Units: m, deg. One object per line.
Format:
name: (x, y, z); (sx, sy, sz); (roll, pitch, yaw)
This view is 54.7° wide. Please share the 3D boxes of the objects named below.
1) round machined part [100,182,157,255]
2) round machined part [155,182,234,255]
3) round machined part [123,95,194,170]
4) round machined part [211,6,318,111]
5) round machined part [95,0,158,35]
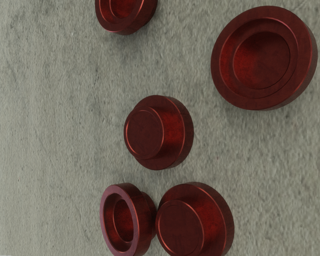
round machined part: (-0.039, 0.122, 0.416); (0.098, 0.042, 0.097); (3, 94, 51)
round machined part: (0.033, 0.115, 0.365); (0.098, 0.042, 0.097); (0, 90, 39)
round machined part: (-0.009, 0.006, 0.399); (0.098, 0.042, 0.097); (0, 90, 39)
round machined part: (0.104, -0.065, 0.308); (0.098, 0.042, 0.097); (0, 90, 39)
round machined part: (-0.042, -0.177, 0.426); (0.098, 0.042, 0.097); (0, 90, 39)
